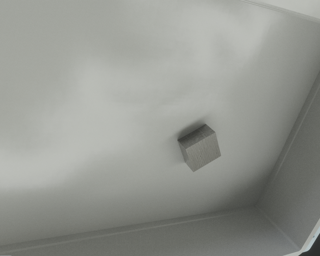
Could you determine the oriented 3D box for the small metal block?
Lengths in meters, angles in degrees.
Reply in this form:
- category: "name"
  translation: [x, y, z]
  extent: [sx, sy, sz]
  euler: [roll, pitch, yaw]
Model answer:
- category: "small metal block"
  translation: [0.059, 0.030, 0.462]
  extent: [0.050, 0.025, 0.050]
  euler: [-29, 129, -10]
